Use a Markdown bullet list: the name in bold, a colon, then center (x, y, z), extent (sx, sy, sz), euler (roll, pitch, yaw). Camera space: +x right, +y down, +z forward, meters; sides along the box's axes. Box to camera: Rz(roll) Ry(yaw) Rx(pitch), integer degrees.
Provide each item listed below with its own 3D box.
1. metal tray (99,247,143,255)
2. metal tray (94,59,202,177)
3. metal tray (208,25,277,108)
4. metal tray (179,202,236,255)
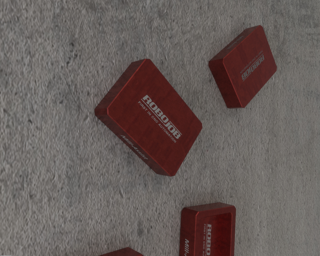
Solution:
- **metal tray**: center (-0.077, 0.193, 0.337), extent (0.131, 0.030, 0.089), euler (0, 90, -40)
- **metal tray**: center (-0.008, -0.011, 0.394), extent (0.130, 0.030, 0.090), euler (48, 62, -30)
- **metal tray**: center (0.143, -0.103, 0.521), extent (0.131, 0.030, 0.090), euler (-44, 116, -31)
- **metal tray**: center (0.071, 0.182, 0.461), extent (0.091, 0.030, 0.129), euler (5, 87, -40)
